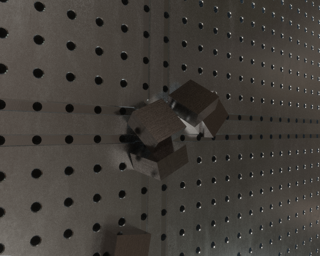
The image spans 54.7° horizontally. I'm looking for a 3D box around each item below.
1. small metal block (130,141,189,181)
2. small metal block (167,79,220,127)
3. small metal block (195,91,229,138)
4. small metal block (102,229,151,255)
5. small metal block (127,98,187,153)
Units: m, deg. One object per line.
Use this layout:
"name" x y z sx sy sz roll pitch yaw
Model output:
"small metal block" -0.001 0.037 0.392 0.050 0.050 0.025 -28 118 -37
"small metal block" 0.045 -0.035 0.430 0.050 0.050 0.025 -39 153 -34
"small metal block" 0.073 -0.021 0.473 0.050 0.025 0.050 -52 121 -27
"small metal block" -0.042 0.152 0.377 0.050 0.025 0.050 14 81 -39
"small metal block" -0.004 -0.004 0.392 0.050 0.025 0.050 -28 72 -37
